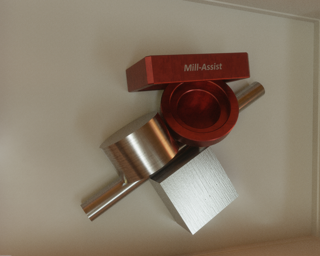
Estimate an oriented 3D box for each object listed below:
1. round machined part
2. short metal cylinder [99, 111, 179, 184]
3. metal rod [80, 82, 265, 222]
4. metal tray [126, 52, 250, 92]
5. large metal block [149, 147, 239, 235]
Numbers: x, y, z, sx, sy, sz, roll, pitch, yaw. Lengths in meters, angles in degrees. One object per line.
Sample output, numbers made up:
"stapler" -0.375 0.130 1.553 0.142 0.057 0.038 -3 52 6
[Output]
"round machined part" 0.049 -0.020 0.404 0.099 0.042 0.098 2 66 -4
"short metal cylinder" -0.024 0.022 0.372 0.080 0.080 0.050 -35 102 -17
"metal rod" 0.029 0.022 0.421 0.302 0.025 0.025 -34 102 -17
"metal tray" 0.032 -0.068 0.386 0.131 0.090 0.030 -7 93 -21
"large metal block" 0.043 0.078 0.412 0.080 0.050 0.080 -35 102 -17
